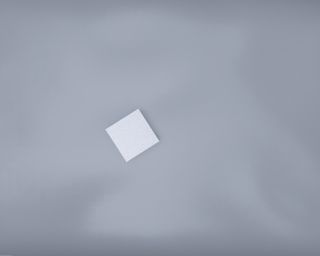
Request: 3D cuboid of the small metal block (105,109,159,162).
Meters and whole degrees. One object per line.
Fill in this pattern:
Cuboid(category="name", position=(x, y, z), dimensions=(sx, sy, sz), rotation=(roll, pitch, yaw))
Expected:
Cuboid(category="small metal block", position=(-0.036, 0.009, 0.411), dimensions=(0.050, 0.025, 0.050), rotation=(-33, 90, -1))
